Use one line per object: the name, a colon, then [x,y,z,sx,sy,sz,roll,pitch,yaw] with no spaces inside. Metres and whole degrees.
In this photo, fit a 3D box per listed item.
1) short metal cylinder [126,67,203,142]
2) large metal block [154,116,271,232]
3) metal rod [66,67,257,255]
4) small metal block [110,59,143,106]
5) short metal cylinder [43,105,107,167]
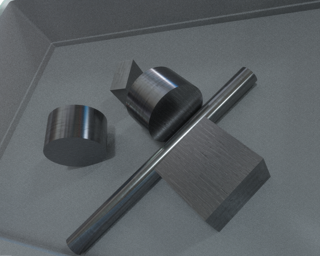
short metal cylinder: [0.006,-0.029,0.384,0.080,0.080,0.050,-45,51,-3]
large metal block: [0.055,0.048,0.330,0.080,0.050,0.080,-46,51,-4]
metal rod: [0.004,0.037,0.379,0.300,0.025,0.025,-44,51,-3]
small metal block: [-0.043,-0.062,0.449,0.025,0.050,0.050,-4,60,26]
short metal cylinder: [-0.113,0.012,0.420,0.080,0.080,0.050,-17,55,18]
